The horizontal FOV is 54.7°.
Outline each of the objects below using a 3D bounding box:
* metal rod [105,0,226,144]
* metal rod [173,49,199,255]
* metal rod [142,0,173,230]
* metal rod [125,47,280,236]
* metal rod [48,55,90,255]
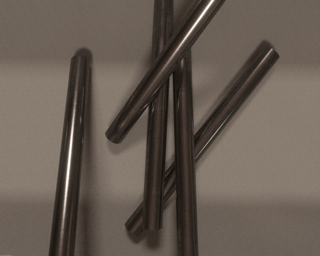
[{"bbox_3d":[0.021,-0.093,0.347,0.025,0.025,0.298,38,116,-1],"label":"metal rod"},{"bbox_3d":[0.031,0.024,0.388,0.025,0.025,0.298,-1,81,-1],"label":"metal rod"},{"bbox_3d":[-0.002,-0.025,0.397,0.025,0.025,0.298,3,84,-1],"label":"metal rod"},{"bbox_3d":[0.056,0.017,0.412,0.025,0.025,0.300,38,90,-1],"label":"metal rod"},{"bbox_3d":[-0.102,0.047,0.350,0.025,0.025,0.299,-1,66,0],"label":"metal rod"}]
